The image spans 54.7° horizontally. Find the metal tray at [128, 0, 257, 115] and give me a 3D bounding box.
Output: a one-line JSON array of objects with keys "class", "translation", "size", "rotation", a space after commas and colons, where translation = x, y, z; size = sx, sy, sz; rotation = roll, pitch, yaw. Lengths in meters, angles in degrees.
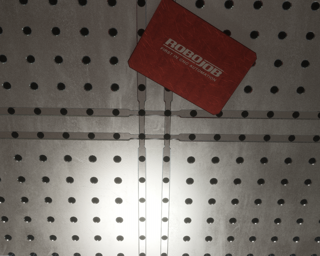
[{"class": "metal tray", "translation": [0.038, -0.085, 0.380], "size": [0.131, 0.030, 0.090], "rotation": [29, 107, -11]}]
